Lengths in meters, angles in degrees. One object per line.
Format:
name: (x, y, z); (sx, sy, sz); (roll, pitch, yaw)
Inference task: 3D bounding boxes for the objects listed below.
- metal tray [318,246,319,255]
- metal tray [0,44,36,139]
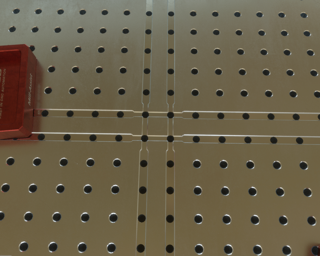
metal tray: (0.243, 0.190, 0.341); (0.131, 0.030, 0.090); (14, 71, 5)
metal tray: (-0.224, -0.050, 0.426); (0.091, 0.030, 0.130); (-5, 70, -2)
